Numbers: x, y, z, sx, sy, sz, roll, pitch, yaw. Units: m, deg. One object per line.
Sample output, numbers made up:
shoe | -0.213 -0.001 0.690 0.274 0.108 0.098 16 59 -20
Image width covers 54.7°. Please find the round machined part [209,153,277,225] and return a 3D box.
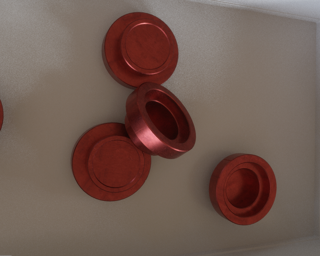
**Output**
round machined part | 0.113 0.084 0.443 0.099 0.042 0.097 0 90 -20

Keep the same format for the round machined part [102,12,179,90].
round machined part | -0.021 -0.099 0.393 0.099 0.042 0.097 0 90 -20

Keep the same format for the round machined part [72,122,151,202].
round machined part | -0.057 0.042 0.380 0.099 0.042 0.097 0 90 -20

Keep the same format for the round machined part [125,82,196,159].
round machined part | -0.004 -0.005 0.382 0.098 0.042 0.098 33 38 -30

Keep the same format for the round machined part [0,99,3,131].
round machined part | -0.216 -0.011 0.311 0.099 0.042 0.098 9 76 -36
